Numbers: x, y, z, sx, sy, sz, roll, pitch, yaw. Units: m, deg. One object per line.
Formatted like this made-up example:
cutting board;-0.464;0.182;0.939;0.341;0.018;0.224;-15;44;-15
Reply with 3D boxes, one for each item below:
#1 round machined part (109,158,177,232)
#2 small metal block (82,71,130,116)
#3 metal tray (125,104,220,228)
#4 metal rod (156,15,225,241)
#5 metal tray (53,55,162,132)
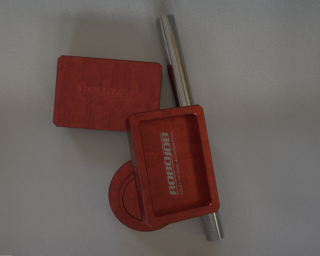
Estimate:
round machined part;-0.018;0.087;0.403;0.099;0.042;0.097;0;90;-1
small metal block;-0.071;-0.044;0.410;0.050;0.025;0.050;-14;90;-1
metal tray;0.015;0.042;0.369;0.091;0.030;0.129;-9;88;-17
metal rod;0.040;0.000;0.411;0.025;0.025;0.298;-13;90;0
metal tray;-0.065;-0.042;0.401;0.131;0.030;0.089;4;90;-1
